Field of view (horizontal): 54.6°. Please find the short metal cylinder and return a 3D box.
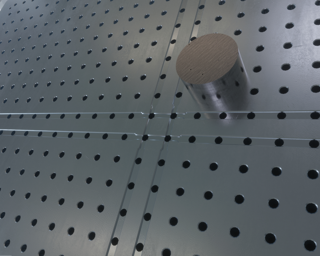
[{"bbox_3d":[0.067,-0.075,0.404,0.080,0.050,0.080,-13,56,21],"label":"short metal cylinder"}]
